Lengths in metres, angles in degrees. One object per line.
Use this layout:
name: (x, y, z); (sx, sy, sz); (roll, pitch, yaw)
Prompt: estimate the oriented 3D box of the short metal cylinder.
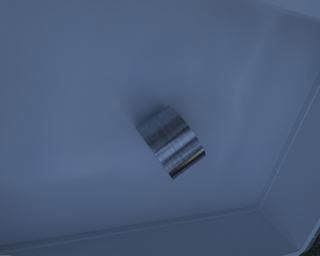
short metal cylinder: (0.013, 0.018, 0.390); (0.050, 0.080, 0.080); (-36, 130, -5)
